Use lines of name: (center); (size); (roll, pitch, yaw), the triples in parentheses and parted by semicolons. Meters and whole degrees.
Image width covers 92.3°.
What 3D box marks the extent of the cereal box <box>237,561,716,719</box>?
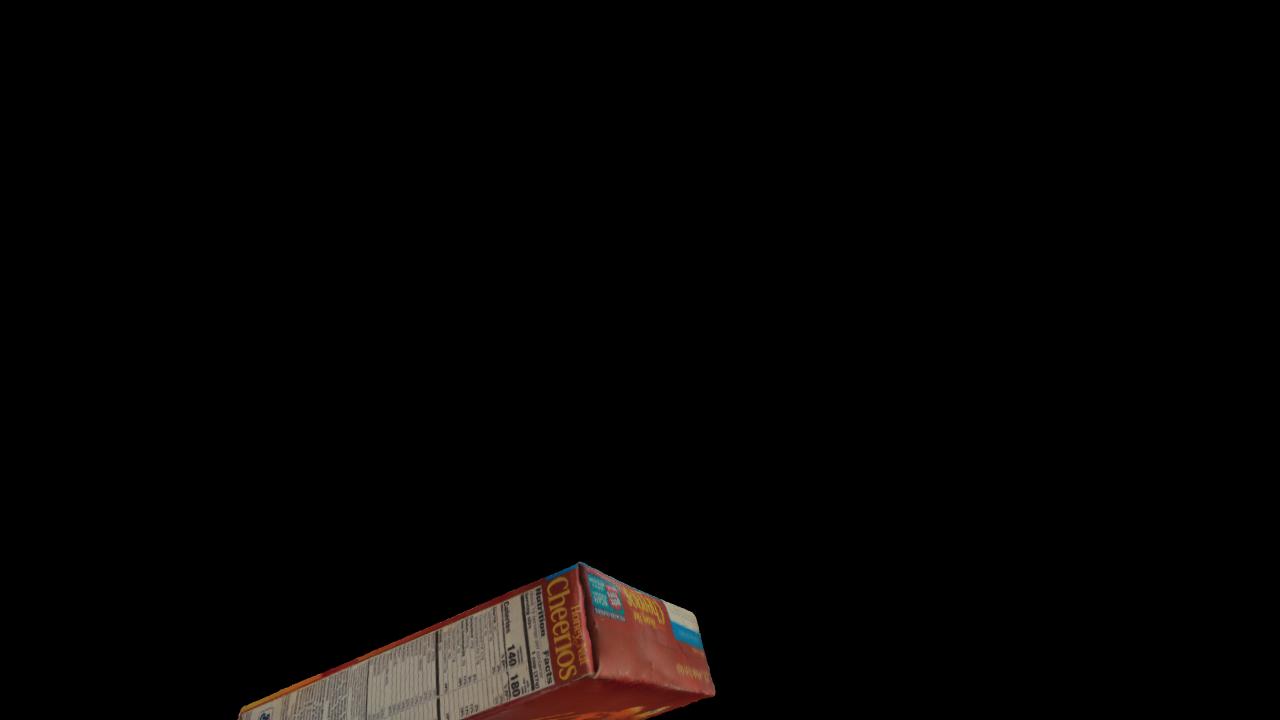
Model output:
cereal box: (-0.116, 0.265, 0.480); (0.306, 0.081, 0.203); (-27, -38, 13)
